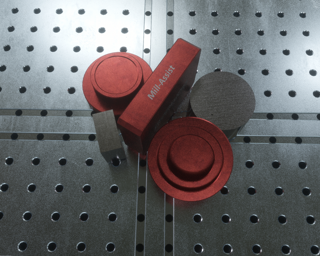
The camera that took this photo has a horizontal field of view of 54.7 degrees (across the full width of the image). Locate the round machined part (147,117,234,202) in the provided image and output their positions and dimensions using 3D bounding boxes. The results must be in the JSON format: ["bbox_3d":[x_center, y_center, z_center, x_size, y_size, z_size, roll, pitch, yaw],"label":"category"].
[{"bbox_3d":[0.037,0.035,0.374,0.098,0.042,0.097,0,91,10],"label":"round machined part"}]

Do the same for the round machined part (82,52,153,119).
[{"bbox_3d":[-0.056,-0.063,0.420,0.099,0.042,0.098,0,70,0],"label":"round machined part"}]

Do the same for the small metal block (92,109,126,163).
[{"bbox_3d":[-0.063,0.011,0.389,0.025,0.050,0.050,-14,71,-5],"label":"small metal block"}]

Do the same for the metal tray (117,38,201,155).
[{"bbox_3d":[0.001,-0.036,0.386,0.030,0.090,0.130,31,73,10],"label":"metal tray"}]

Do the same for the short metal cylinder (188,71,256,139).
[{"bbox_3d":[0.077,-0.027,0.404,0.081,0.050,0.080,0,70,0],"label":"short metal cylinder"}]
